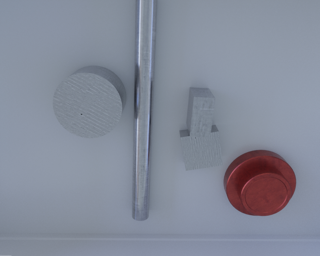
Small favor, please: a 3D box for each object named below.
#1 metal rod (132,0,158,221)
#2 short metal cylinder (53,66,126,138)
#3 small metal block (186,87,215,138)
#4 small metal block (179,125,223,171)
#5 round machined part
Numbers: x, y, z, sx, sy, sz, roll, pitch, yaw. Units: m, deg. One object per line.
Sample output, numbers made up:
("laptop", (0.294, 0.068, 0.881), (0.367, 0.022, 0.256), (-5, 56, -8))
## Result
("metal rod", (-0.022, -0.010, 0.407), (0.025, 0.025, 0.298), (2, 110, -1))
("short metal cylinder", (-0.085, -0.034, 0.384), (0.081, 0.050, 0.079), (0, 110, -1))
("small metal block", (0.050, -0.021, 0.391), (0.025, 0.050, 0.050), (3, 110, -2))
("small metal block", (0.056, 0.027, 0.422), (0.050, 0.025, 0.050), (-9, 110, 3))
("round machined part", (0.143, 0.084, 0.435), (0.099, 0.042, 0.097), (0, 110, -1))
